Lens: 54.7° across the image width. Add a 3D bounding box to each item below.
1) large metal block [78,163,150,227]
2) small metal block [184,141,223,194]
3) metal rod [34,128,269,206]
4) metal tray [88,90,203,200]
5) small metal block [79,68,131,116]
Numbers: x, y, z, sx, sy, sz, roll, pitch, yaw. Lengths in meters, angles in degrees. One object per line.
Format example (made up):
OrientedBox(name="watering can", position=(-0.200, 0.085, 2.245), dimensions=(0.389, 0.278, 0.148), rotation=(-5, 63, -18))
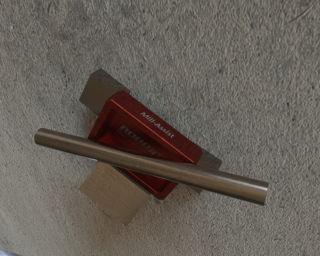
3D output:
OrientedBox(name="large metal block", position=(-0.059, 0.087, 0.445), dimensions=(0.080, 0.080, 0.050), rotation=(37, 87, 3))
OrientedBox(name="small metal block", position=(0.047, 0.053, 0.415), dimensions=(0.050, 0.025, 0.050), rotation=(33, 129, 6))
OrientedBox(name="metal rod", position=(-0.027, 0.040, 0.375), dimensions=(0.301, 0.025, 0.025), rotation=(12, 123, 21))
OrientedBox(name="metal tray", position=(-0.023, 0.024, 0.397), dimensions=(0.130, 0.030, 0.089), rotation=(37, 129, 2))
OrientedBox(name="small metal block", position=(-0.075, -0.044, 0.419), dimensions=(0.050, 0.025, 0.050), rotation=(38, 129, 2))
